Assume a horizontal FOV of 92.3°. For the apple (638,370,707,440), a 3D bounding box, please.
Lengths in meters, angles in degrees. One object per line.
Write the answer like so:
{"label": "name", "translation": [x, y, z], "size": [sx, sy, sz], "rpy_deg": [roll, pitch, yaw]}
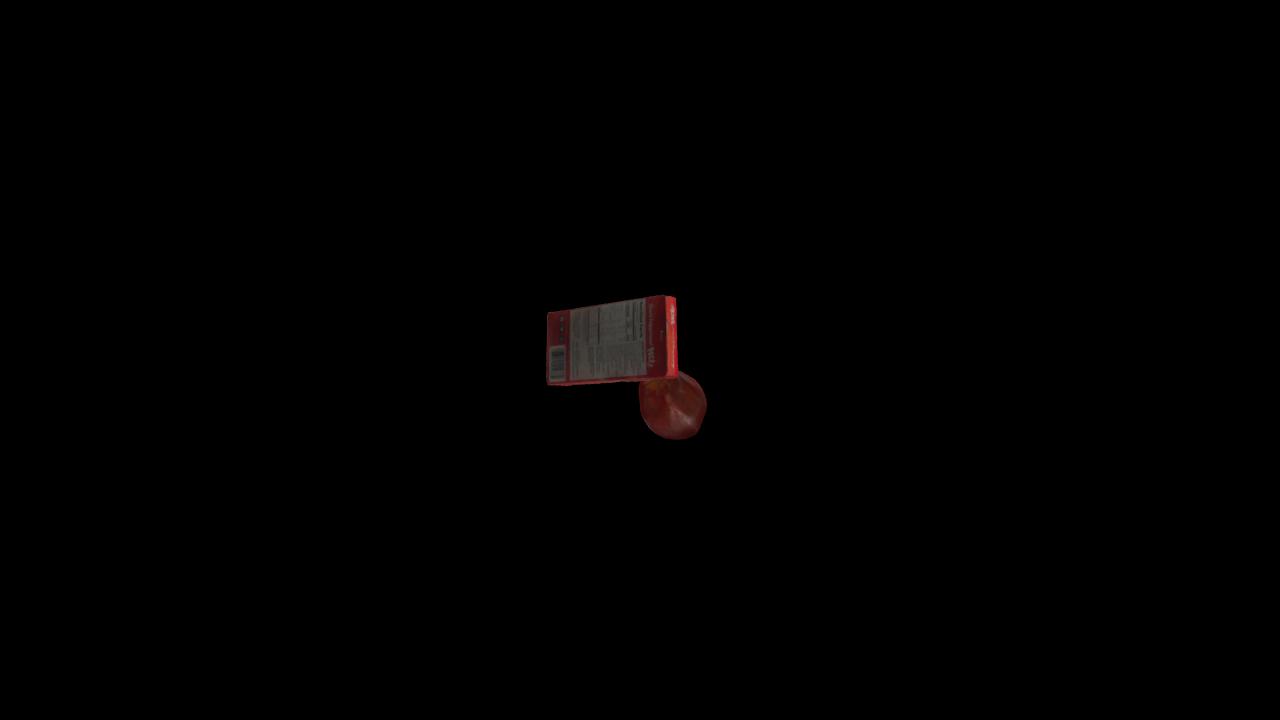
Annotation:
{"label": "apple", "translation": [0.036, 0.050, 0.720], "size": [0.079, 0.079, 0.093], "rpy_deg": [0, -38, 35]}

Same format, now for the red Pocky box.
{"label": "red Pocky box", "translation": [-0.032, -0.017, 0.639], "size": [0.155, 0.083, 0.028], "rpy_deg": [-5, -9, 33]}
